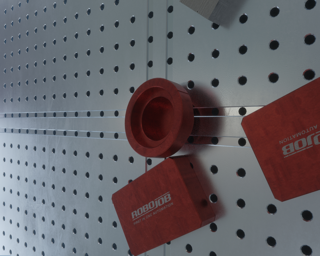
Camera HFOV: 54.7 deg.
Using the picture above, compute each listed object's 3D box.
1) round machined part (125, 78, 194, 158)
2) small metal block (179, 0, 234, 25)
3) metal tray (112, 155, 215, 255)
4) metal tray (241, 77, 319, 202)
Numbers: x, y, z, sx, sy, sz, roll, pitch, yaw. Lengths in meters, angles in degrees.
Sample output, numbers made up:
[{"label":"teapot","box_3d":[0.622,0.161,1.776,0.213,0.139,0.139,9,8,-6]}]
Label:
[{"label":"round machined part","box_3d":[0.004,-0.011,0.390,0.098,0.042,0.098,-9,76,42]},{"label":"small metal block","box_3d":[0.059,-0.157,0.361,0.050,0.025,0.050,45,117,30]},{"label":"metal tray","box_3d":[-0.002,0.104,0.408,0.130,0.030,0.090,-37,67,33]},{"label":"metal tray","box_3d":[0.151,0.004,0.282,0.130,0.030,0.090,-32,70,35]}]
